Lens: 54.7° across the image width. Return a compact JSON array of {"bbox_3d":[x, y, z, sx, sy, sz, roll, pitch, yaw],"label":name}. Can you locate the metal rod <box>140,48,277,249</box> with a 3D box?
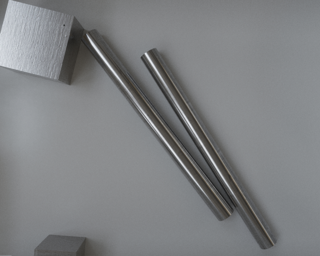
[{"bbox_3d":[0.065,0.027,0.412,0.025,0.025,0.299,-32,90,0],"label":"metal rod"}]

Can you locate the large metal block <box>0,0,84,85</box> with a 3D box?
[{"bbox_3d":[-0.152,-0.106,0.397,0.080,0.050,0.080,14,90,-1],"label":"large metal block"}]

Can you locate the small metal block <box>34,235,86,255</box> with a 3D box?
[{"bbox_3d":[-0.127,0.160,0.397,0.050,0.050,0.025,4,90,-1],"label":"small metal block"}]

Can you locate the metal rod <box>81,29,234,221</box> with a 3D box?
[{"bbox_3d":[-0.003,-0.003,0.411,0.025,0.025,0.299,-37,90,0],"label":"metal rod"}]
